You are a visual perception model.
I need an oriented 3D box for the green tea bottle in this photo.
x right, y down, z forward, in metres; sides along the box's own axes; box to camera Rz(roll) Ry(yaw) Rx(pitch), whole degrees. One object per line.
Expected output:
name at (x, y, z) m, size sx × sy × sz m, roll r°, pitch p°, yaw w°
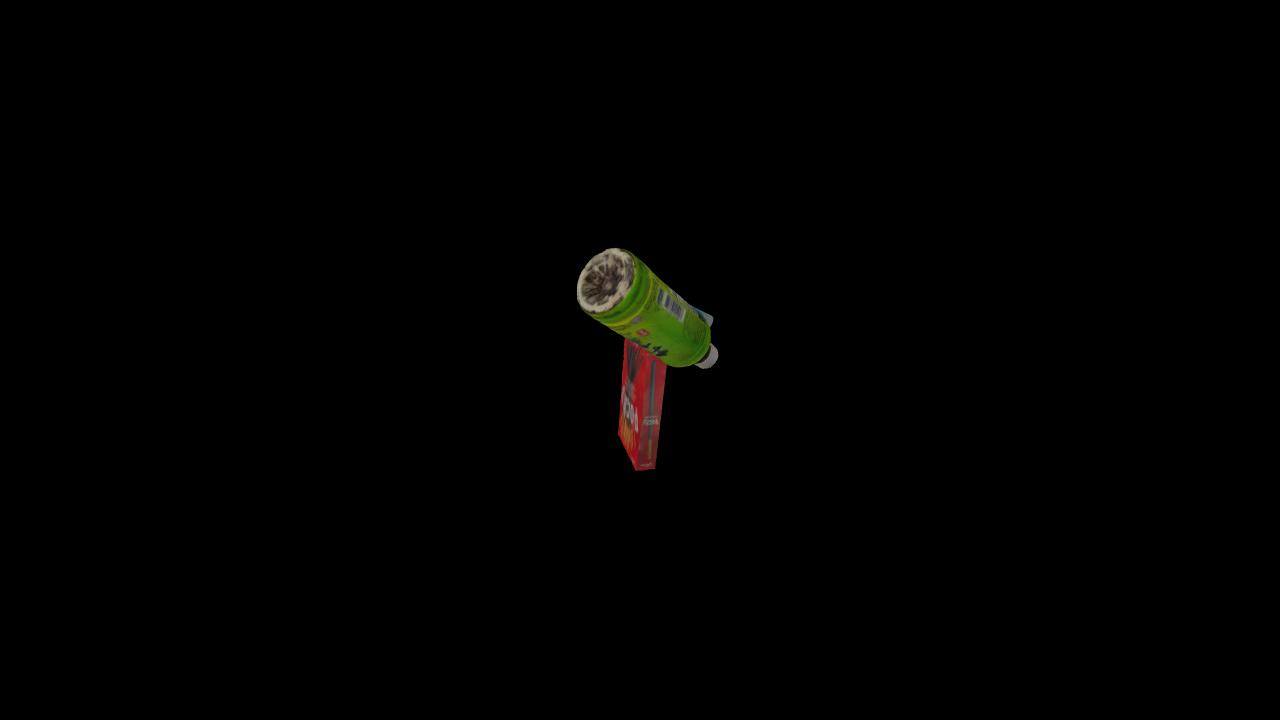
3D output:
green tea bottle at (0.023, -0.038, 0.637) m, size 0.073 × 0.073 × 0.212 m, roll 0°, pitch -20°, yaw 36°

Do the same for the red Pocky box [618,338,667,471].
red Pocky box at (0.001, 0.044, 0.719) m, size 0.028 × 0.155 × 0.083 m, roll -4°, pitch 26°, yaw -19°

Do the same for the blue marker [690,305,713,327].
blue marker at (0.031, -0.067, 0.710) m, size 0.121 × 0.020 × 0.020 m, roll 25°, pitch -9°, yaw -20°
